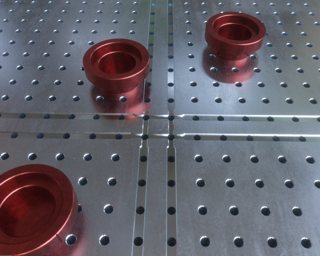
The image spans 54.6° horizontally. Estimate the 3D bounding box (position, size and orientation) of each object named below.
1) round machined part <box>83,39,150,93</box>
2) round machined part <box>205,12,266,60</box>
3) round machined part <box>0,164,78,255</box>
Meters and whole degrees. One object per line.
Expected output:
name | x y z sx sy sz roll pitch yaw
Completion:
round machined part | -0.064 -0.091 0.473 0.099 0.042 0.098 0 50 0
round machined part | 0.125 -0.152 0.526 0.099 0.042 0.098 0 50 0
round machined part | -0.134 0.089 0.321 0.099 0.042 0.098 0 50 0
